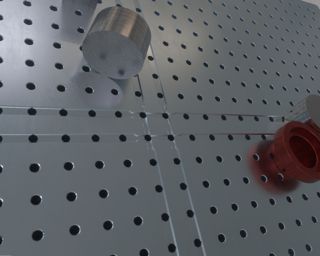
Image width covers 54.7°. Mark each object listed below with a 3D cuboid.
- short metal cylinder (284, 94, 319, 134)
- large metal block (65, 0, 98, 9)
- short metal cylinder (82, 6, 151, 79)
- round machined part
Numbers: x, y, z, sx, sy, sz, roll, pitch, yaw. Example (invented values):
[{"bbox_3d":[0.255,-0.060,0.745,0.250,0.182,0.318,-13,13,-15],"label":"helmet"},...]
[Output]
[{"bbox_3d":[0.267,-0.012,0.543,0.081,0.050,0.080,14,56,-21],"label":"short metal cylinder"},{"bbox_3d":[-0.110,-0.242,0.461,0.050,0.080,0.080,8,58,-24],"label":"large metal block"},{"bbox_3d":[-0.056,-0.111,0.410,0.080,0.080,0.050,23,53,-15],"label":"short metal cylinder"},{"bbox_3d":[0.218,0.041,0.490,0.099,0.042,0.098,14,56,-21],"label":"round machined part"}]
